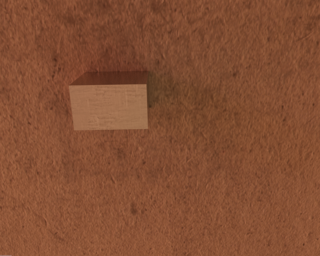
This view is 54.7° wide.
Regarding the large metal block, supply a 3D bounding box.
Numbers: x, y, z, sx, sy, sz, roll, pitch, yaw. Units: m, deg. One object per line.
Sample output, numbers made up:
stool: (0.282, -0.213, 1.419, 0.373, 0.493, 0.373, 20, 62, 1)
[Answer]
large metal block: (-0.054, -0.035, 0.367, 0.081, 0.080, 0.050, -1, 110, 0)
